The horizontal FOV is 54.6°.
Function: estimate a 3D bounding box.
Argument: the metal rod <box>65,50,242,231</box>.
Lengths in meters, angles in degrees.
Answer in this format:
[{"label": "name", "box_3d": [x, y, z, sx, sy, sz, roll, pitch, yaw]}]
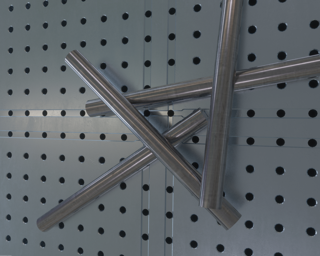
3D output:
[{"label": "metal rod", "box_3d": [-0.018, 0.005, 0.391, 0.300, 0.025, 0.025, 45, 104, 14]}]

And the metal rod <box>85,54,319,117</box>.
[{"label": "metal rod", "box_3d": [0.040, -0.049, 0.398, 0.300, 0.025, 0.025, -9, 87, 19]}]

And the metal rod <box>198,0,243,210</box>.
[{"label": "metal rod", "box_3d": [0.074, -0.060, 0.359, 0.025, 0.025, 0.299, 5, 81, 20]}]

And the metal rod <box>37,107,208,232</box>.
[{"label": "metal rod", "box_3d": [-0.061, 0.066, 0.434, 0.300, 0.025, 0.025, -35, 79, 16]}]
